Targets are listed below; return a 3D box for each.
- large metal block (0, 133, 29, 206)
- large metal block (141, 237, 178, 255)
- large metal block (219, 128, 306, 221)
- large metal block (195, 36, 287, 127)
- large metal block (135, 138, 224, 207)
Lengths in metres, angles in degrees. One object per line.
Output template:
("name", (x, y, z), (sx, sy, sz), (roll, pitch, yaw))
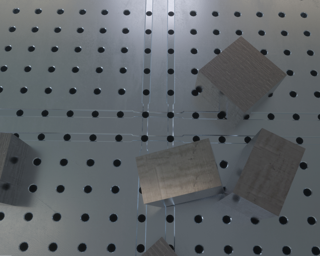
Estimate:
("large metal block", (-0.219, 0.049, 0.379), (0.080, 0.050, 0.080), (4, 70, 1))
("large metal block", (-0.002, 0.177, 0.334), (0.080, 0.050, 0.080), (-39, 75, -13))
("large metal block", (0.115, 0.057, 0.362), (0.050, 0.080, 0.080), (27, 72, 9))
("large metal block", (0.107, -0.063, 0.422), (0.080, 0.050, 0.080), (-40, 75, -13))
("large metal block", (0.026, 0.055, 0.354), (0.080, 0.080, 0.050), (-15, 70, 9))
